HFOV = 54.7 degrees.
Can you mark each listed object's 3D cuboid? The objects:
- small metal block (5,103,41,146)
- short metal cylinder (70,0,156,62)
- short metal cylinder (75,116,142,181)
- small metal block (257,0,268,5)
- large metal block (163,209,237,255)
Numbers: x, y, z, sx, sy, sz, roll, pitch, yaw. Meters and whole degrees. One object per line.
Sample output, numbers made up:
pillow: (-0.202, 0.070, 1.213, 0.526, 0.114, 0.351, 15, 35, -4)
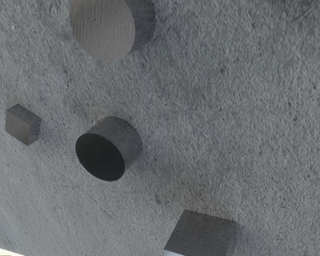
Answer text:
small metal block: (-0.233, -0.005, 0.527, 0.050, 0.025, 0.050, 31, 128, 8)
short metal cylinder: (-0.051, -0.119, 0.344, 0.080, 0.050, 0.079, 13, 124, 21)
short metal cylinder: (-0.073, 0.030, 0.448, 0.080, 0.050, 0.079, 13, 124, 21)
small metal block: (0.098, -0.144, 0.266, 0.050, 0.025, 0.050, -27, 104, 37)
large metal block: (0.060, 0.171, 0.446, 0.080, 0.080, 0.050, 8, 122, 24)
